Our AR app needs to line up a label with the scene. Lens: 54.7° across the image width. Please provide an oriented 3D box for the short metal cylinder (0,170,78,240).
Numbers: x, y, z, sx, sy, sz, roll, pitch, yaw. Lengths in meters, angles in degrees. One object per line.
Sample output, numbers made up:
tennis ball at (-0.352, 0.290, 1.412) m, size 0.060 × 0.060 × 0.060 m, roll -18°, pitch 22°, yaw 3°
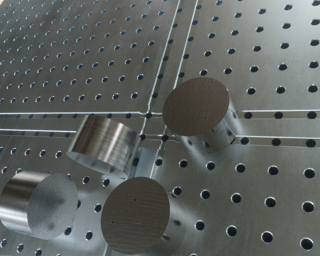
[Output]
short metal cylinder at (-0.151, 0.095, 0.392) m, size 0.050 × 0.080 × 0.080 m, roll 1°, pitch 62°, yaw 28°

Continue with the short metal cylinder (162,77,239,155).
short metal cylinder at (0.050, -0.014, 0.374) m, size 0.080 × 0.050 × 0.080 m, roll -13°, pitch 56°, yaw 20°

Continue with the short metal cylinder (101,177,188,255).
short metal cylinder at (-0.016, 0.100, 0.338) m, size 0.080 × 0.050 × 0.080 m, roll -13°, pitch 57°, yaw 21°

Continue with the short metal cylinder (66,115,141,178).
short metal cylinder at (-0.070, 0.025, 0.393) m, size 0.080 × 0.080 × 0.050 m, roll 7°, pitch 66°, yaw 31°
